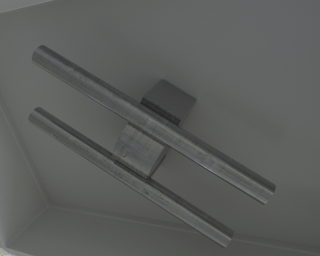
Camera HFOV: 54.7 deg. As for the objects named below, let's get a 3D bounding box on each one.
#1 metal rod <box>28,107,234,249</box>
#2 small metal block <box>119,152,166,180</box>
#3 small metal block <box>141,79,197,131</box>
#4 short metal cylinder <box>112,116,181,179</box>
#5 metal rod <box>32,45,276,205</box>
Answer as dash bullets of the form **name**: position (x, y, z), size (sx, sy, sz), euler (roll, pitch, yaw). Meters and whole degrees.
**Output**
- **metal rod**: position (-0.043, 0.060, 0.402), size (0.301, 0.025, 0.025), euler (31, 128, 7)
- **small metal block**: position (-0.028, 0.048, 0.433), size (0.050, 0.050, 0.025), euler (32, 128, 7)
- **small metal block**: position (0.009, -0.027, 0.368), size (0.050, 0.050, 0.025), euler (32, 128, 7)
- **short metal cylinder**: position (-0.016, 0.017, 0.389), size (0.050, 0.080, 0.079), euler (32, 128, 7)
- **metal rod**: position (-0.013, -0.008, 0.343), size (0.301, 0.025, 0.025), euler (31, 128, 7)
